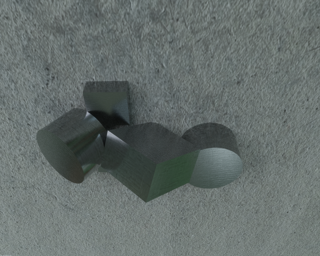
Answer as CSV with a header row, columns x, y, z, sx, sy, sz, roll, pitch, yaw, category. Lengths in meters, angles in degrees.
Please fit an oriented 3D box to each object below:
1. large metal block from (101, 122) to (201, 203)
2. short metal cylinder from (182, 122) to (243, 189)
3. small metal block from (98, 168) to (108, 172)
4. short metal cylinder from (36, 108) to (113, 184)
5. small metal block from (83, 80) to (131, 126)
x,y,z,sx,sy,sz,roll,pitch,yaw,category
-0.012,0.036,0.379,0.081,0.080,0.050,-13,125,-48,large metal block
0.068,0.038,0.426,0.081,0.050,0.079,0,130,0,short metal cylinder
-0.062,0.037,0.439,0.050,0.025,0.050,2,130,-3,small metal block
-0.105,0.022,0.386,0.080,0.050,0.079,25,137,26,short metal cylinder
-0.063,-0.030,0.382,0.050,0.025,0.050,-1,130,0,small metal block
